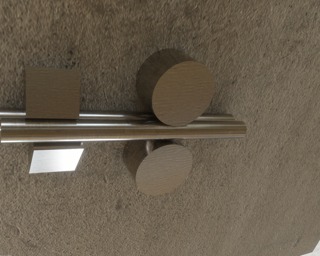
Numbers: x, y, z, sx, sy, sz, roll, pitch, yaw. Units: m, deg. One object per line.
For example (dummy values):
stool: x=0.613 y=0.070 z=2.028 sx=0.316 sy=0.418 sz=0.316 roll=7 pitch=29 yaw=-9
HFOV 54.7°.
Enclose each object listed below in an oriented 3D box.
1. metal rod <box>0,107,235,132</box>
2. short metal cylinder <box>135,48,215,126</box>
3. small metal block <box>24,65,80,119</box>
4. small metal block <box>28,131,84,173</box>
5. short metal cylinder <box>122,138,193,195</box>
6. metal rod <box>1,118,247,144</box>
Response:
metal rod: x=-0.030 y=-0.009 z=0.386 sx=0.303 sy=0.025 sz=0.025 roll=0 pitch=119 yaw=-29
short metal cylinder: x=0.017 y=-0.049 z=0.371 sx=0.081 sy=0.050 sz=0.079 roll=-14 pitch=124 yaw=-21
small metal block: x=-0.110 y=-0.034 z=0.315 sx=0.050 sy=0.025 sz=0.050 roll=0 pitch=91 yaw=-28
small metal block: x=-0.118 y=0.026 z=0.347 sx=0.050 sy=0.025 sz=0.050 roll=0 pitch=145 yaw=-29
short metal cylinder: x=-0.004 y=0.043 z=0.417 sx=0.081 sy=0.050 sz=0.079 roll=-14 pitch=124 yaw=-21
metal rod: x=-0.019 y=0.002 z=0.367 sx=0.303 sy=0.025 sz=0.025 roll=0 pitch=119 yaw=-28
